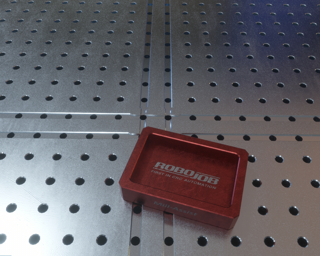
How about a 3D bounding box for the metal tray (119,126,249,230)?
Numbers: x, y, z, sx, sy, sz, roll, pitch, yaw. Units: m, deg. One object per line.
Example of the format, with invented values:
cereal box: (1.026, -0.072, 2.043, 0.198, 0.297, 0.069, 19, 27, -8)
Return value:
metal tray: (0.029, 0.053, 0.359, 0.131, 0.030, 0.090, 14, 51, 10)
